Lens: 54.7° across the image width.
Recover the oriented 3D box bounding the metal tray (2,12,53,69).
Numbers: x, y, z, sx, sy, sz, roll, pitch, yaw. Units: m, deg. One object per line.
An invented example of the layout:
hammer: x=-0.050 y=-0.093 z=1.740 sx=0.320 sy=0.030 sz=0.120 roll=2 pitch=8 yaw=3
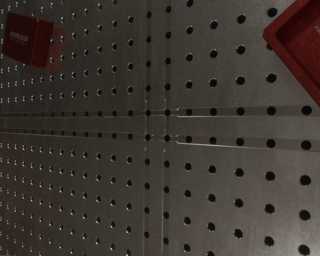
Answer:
metal tray: x=-0.271 y=-0.179 z=0.626 sx=0.130 sy=0.030 sz=0.089 roll=24 pitch=105 yaw=37

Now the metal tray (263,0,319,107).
metal tray: x=0.165 y=-0.066 z=0.269 sx=0.090 sy=0.030 sz=0.130 roll=-43 pitch=65 yaw=31
